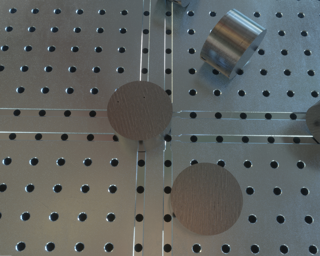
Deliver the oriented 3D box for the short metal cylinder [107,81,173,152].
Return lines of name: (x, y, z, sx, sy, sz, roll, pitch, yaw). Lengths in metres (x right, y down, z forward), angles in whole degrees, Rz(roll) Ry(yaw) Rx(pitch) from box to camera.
short metal cylinder: (-0.025, -0.014, 0.403, 0.081, 0.050, 0.080, 0, 70, 0)

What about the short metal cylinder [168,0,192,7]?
short metal cylinder: (0.030, -0.232, 0.468, 0.050, 0.080, 0.080, 29, 72, 9)

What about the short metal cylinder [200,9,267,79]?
short metal cylinder: (0.100, -0.114, 0.425, 0.050, 0.080, 0.080, 39, 74, 12)

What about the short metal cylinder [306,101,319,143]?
short metal cylinder: (0.235, -0.009, 0.389, 0.050, 0.080, 0.080, -35, 74, -12)

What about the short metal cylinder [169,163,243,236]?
short metal cylinder: (0.052, 0.086, 0.368, 0.081, 0.050, 0.080, 0, 70, 0)
